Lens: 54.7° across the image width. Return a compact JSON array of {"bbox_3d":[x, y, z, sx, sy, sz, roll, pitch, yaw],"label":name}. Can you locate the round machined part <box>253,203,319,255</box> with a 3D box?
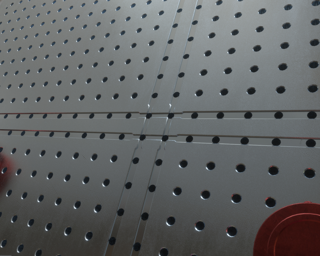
[{"bbox_3d":[0.129,0.111,0.261,0.098,0.042,0.098,-13,56,20],"label":"round machined part"}]
